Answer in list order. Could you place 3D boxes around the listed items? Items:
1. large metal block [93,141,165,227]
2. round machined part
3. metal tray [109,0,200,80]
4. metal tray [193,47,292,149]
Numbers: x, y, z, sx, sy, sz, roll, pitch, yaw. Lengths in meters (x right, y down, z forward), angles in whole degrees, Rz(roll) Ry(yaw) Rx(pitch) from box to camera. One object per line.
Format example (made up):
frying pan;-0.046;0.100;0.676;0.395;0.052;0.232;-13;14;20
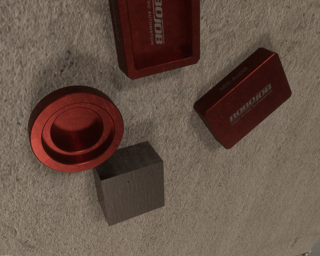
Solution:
large metal block;-0.042;0.073;0.415;0.081;0.050;0.079;-15;125;-20
round machined part;-0.094;-0.002;0.344;0.099;0.042;0.097;-14;125;-21
metal tray;-0.004;-0.124;0.325;0.091;0.030;0.129;-18;126;-19
metal tray;0.122;-0.040;0.448;0.130;0.030;0.090;-41;130;-1
